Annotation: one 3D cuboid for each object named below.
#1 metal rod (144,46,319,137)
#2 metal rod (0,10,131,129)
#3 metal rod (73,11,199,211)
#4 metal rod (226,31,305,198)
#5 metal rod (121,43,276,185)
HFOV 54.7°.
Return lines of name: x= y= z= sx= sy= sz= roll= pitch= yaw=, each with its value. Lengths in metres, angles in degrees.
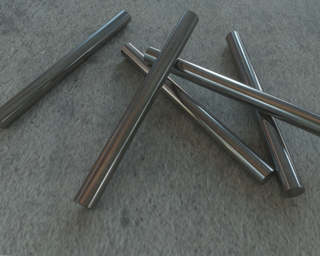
metal rod: x=0.109 y=-0.045 z=0.408 sx=0.301 sy=0.025 sz=0.025 roll=27 pitch=55 yaw=20
metal rod: x=-0.139 y=-0.107 z=0.491 sx=0.025 sy=0.025 sz=0.301 roll=24 pitch=54 yaw=18
metal rod: x=-0.019 y=-0.039 z=0.392 sx=0.025 sy=0.025 sz=0.300 roll=21 pitch=66 yaw=16
metal rod: x=0.138 y=-0.043 z=0.440 sx=0.025 sy=0.025 sz=0.300 roll=-3 pitch=50 yaw=-3
metal rod: x=0.035 y=-0.036 z=0.433 sx=0.025 sy=0.025 sz=0.300 roll=-29 pitch=56 yaw=-23
